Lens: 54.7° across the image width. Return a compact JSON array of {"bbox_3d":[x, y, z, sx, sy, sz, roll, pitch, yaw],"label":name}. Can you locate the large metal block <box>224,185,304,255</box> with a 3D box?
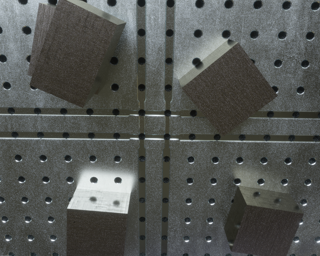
[{"bbox_3d":[0.148,0.137,0.453,0.081,0.050,0.079,10,110,-4],"label":"large metal block"}]

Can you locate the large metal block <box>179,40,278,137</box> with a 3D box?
[{"bbox_3d":[0.081,-0.050,0.383,0.080,0.050,0.080,-39,106,12],"label":"large metal block"}]

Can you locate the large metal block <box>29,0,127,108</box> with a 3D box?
[{"bbox_3d":[-0.075,-0.075,0.302,0.050,0.080,0.080,24,108,-9],"label":"large metal block"}]

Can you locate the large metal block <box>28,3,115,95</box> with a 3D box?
[{"bbox_3d":[-0.099,-0.093,0.364,0.080,0.050,0.079,16,109,-6],"label":"large metal block"}]

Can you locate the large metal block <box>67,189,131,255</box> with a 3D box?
[{"bbox_3d":[-0.088,0.139,0.450,0.081,0.050,0.079,6,110,-3],"label":"large metal block"}]
